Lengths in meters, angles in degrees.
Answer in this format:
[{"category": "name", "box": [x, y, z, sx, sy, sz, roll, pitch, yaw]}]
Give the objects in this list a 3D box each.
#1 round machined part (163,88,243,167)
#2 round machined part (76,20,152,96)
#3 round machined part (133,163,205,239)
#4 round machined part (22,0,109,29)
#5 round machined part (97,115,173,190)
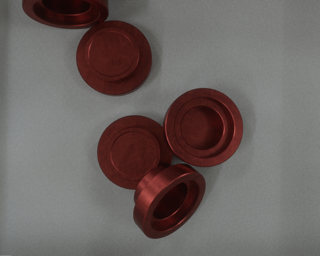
[{"category": "round machined part", "box": [0.052, 0.000, 0.399, 0.099, 0.042, 0.097, 1, 86, -8]}, {"category": "round machined part", "box": [-0.060, -0.092, 0.402, 0.099, 0.042, 0.097, 0, 90, -1]}, {"category": "round machined part", "box": [0.007, 0.085, 0.385, 0.042, 0.098, 0.098, 37, 90, 40]}, {"category": "round machined part", "box": [-0.113, -0.159, 0.374, 0.099, 0.098, 0.042, -3, 85, -1]}, {"category": "round machined part", "box": [-0.033, 0.032, 0.403, 0.099, 0.042, 0.097, 0, 90, -1]}]
